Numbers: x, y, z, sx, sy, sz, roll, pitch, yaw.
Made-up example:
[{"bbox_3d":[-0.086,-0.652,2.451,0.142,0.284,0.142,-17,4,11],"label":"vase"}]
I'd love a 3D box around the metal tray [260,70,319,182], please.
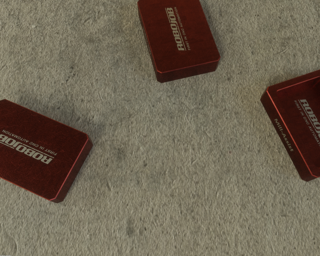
[{"bbox_3d":[0.204,-0.006,0.408,0.091,0.030,0.130,-19,71,-7],"label":"metal tray"}]

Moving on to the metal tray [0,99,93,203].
[{"bbox_3d":[-0.165,0.028,0.394,0.130,0.030,0.090,22,71,8],"label":"metal tray"}]

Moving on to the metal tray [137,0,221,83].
[{"bbox_3d":[0.025,-0.137,0.456,0.091,0.030,0.130,-13,71,-5],"label":"metal tray"}]
